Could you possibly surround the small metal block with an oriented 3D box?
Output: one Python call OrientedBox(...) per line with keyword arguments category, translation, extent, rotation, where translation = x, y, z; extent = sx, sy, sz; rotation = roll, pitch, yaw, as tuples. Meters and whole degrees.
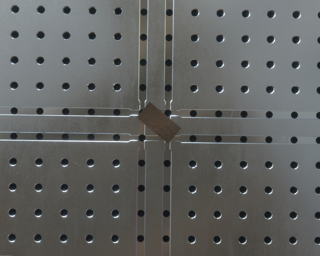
OrientedBox(category="small metal block", translation=(-0.001, -0.006, 0.401), extent=(0.050, 0.050, 0.025), rotation=(40, 90, -1))
